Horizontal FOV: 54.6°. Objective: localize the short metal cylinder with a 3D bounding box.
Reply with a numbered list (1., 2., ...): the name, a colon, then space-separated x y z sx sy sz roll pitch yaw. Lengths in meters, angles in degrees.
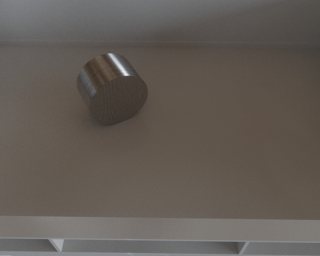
1. short metal cylinder: -0.063 -0.051 0.412 0.081 0.080 0.050 -23 54 -18
